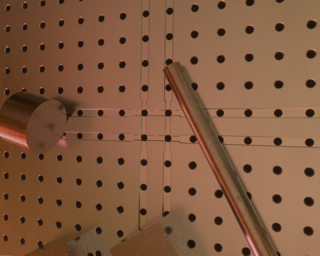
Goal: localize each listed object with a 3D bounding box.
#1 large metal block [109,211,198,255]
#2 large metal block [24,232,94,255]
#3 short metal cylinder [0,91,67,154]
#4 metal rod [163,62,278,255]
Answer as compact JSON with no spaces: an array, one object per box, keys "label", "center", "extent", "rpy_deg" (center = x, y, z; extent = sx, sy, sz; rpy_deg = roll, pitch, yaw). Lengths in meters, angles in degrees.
[{"label":"large metal block","center":[-0.004,0.167,0.400],"extent":[0.080,0.050,0.080],"rpy_deg":[-34,79,16]},{"label":"large metal block","center":[-0.140,0.207,0.447],"extent":[0.080,0.050,0.080],"rpy_deg":[-22,83,18]},{"label":"short metal cylinder","center":[-0.181,-0.008,0.446],"extent":[0.050,0.080,0.080],"rpy_deg":[17,96,19]},{"label":"metal rod","center":[0.079,0.053,0.384],"extent":[0.025,0.025,0.299],"rpy_deg":[-28,81,17]}]
